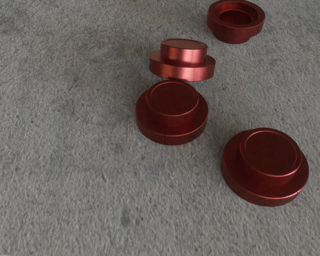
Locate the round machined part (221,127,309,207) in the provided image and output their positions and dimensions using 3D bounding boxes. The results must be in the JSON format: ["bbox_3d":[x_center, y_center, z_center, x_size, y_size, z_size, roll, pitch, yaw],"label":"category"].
[{"bbox_3d":[0.124,0.038,0.362,0.099,0.042,0.098,0,50,0],"label":"round machined part"}]

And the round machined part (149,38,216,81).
[{"bbox_3d":[0.034,-0.105,0.459,0.099,0.042,0.098,4,27,-2],"label":"round machined part"}]

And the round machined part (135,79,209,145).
[{"bbox_3d":[0.016,-0.028,0.416,0.099,0.042,0.098,0,50,0],"label":"round machined part"}]

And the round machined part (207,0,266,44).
[{"bbox_3d":[0.132,-0.186,0.550,0.099,0.042,0.098,0,50,0],"label":"round machined part"}]
